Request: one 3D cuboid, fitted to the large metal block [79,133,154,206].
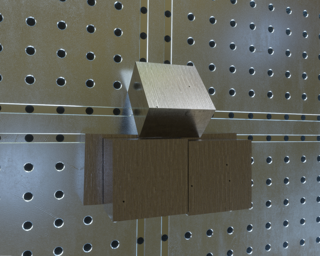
[{"bbox_3d":[-0.055,0.047,0.380,0.081,0.050,0.079,2,90,-21],"label":"large metal block"}]

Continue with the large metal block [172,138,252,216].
[{"bbox_3d":[0.060,0.053,0.367,0.081,0.050,0.079,0,90,-21],"label":"large metal block"}]

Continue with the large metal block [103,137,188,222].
[{"bbox_3d":[-0.017,0.051,0.338,0.081,0.050,0.079,0,90,-21],"label":"large metal block"}]

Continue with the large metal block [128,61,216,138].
[{"bbox_3d":[0.011,-0.034,0.382,0.081,0.050,0.080,0,48,-21],"label":"large metal block"}]

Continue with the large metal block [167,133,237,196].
[{"bbox_3d":[0.056,0.047,0.421,0.081,0.050,0.079,-1,91,-20],"label":"large metal block"}]
